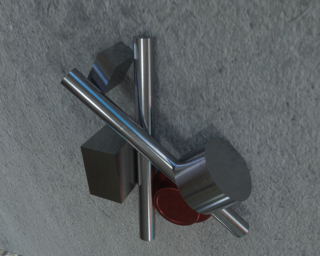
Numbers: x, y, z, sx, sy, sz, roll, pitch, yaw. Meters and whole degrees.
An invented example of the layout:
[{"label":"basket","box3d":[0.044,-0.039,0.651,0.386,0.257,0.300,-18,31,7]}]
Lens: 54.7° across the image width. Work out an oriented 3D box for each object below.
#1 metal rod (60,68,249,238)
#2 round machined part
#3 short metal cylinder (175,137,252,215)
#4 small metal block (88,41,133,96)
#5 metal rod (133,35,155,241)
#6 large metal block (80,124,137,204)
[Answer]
[{"label":"metal rod","box3d":[0.003,0.039,0.385,0.300,0.025,0.025,43,130,-13]},{"label":"round machined part","box3d":[0.030,0.100,0.443,0.098,0.042,0.097,13,124,20]},{"label":"short metal cylinder","box3d":[0.065,0.058,0.374,0.080,0.080,0.050,49,129,-6]},{"label":"small metal block","box3d":[-0.059,-0.072,0.377,0.025,0.050,0.050,39,129,2]},{"label":"metal rod","box3d":[-0.019,0.031,0.416,0.025,0.025,0.298,11,117,22]},{"label":"large metal block","box3d":[-0.058,0.042,0.428,0.050,0.080,0.079,11,123,22]}]
